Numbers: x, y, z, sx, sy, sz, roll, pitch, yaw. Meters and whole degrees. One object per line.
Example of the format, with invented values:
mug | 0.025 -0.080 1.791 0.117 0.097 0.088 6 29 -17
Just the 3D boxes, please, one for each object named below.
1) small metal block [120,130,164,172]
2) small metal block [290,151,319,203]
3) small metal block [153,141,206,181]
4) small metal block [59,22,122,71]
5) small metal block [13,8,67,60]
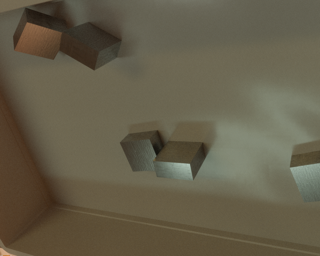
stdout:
small metal block | -0.021 0.033 0.439 0.050 0.025 0.050 -8 115 31
small metal block | 0.181 0.053 0.347 0.050 0.025 0.050 -16 110 34
small metal block | 0.026 0.041 0.403 0.050 0.050 0.025 1 119 27
small metal block | -0.083 -0.100 0.373 0.050 0.050 0.025 31 128 8
small metal block | -0.153 -0.118 0.395 0.050 0.050 0.025 -41 56 39
